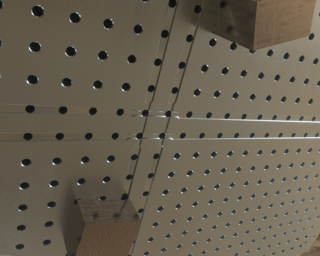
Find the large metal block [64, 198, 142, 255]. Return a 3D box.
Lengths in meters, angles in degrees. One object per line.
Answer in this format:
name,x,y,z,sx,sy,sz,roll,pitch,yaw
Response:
large metal block,-0.083,0.148,0.443,0.081,0.050,0.079,6,115,-32

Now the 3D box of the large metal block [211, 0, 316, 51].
large metal block,0.116,-0.133,0.359,0.081,0.080,0.050,-18,126,-18
